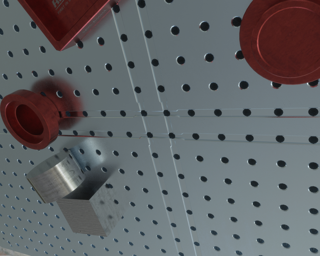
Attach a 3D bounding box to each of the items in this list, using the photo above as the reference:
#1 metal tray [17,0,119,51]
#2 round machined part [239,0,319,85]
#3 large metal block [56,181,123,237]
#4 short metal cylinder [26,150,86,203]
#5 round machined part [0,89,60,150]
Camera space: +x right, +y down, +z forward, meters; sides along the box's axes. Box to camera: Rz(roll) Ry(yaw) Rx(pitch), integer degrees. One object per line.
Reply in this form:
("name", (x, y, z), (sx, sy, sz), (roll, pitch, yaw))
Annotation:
("metal tray", (-0.105, -0.163, 0.362), (0.130, 0.030, 0.090), (-29, 103, 37))
("round machined part", (0.122, -0.085, 0.283), (0.098, 0.042, 0.097), (13, 124, 20))
("large metal block", (-0.125, 0.141, 0.548), (0.080, 0.050, 0.080), (-5, 116, 30))
("short metal cylinder", (-0.172, 0.079, 0.516), (0.080, 0.080, 0.050), (-16, 110, 34))
("round machined part", (-0.201, -0.017, 0.496), (0.098, 0.042, 0.097), (13, 124, 21))
